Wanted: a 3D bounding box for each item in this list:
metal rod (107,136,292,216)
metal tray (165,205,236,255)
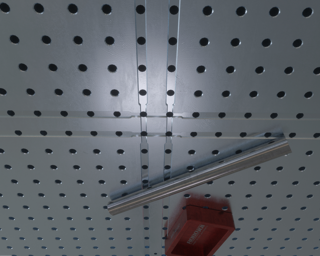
[{"bbox_3d":[0.049,0.080,0.479,0.300,0.025,0.025,-24,126,18],"label":"metal rod"},{"bbox_3d":[0.071,0.200,0.579,0.091,0.030,0.129,14,129,-12],"label":"metal tray"}]
